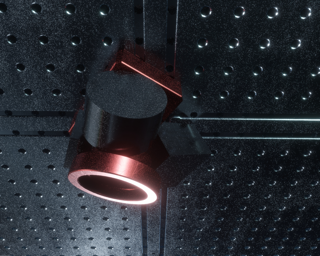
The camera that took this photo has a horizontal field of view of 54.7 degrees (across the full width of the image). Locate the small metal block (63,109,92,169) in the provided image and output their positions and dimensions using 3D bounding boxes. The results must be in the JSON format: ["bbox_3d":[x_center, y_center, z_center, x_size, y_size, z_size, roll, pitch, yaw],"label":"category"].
[{"bbox_3d":[-0.092,0.015,0.365,0.025,0.050,0.050,15,128,-13],"label":"small metal block"}]

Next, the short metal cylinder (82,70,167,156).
[{"bbox_3d":[-0.038,-0.017,0.321,0.081,0.080,0.050,10,129,-9],"label":"short metal cylinder"}]

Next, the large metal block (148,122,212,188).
[{"bbox_3d":[0.006,0.038,0.404,0.081,0.050,0.080,3,139,-45],"label":"large metal block"}]

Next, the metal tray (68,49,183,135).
[{"bbox_3d":[-0.045,-0.023,0.389,0.090,0.030,0.129,28,125,-22],"label":"metal tray"}]

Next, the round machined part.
[{"bbox_3d":[-0.047,0.048,0.342,0.099,0.042,0.098,9,151,6],"label":"round machined part"}]
